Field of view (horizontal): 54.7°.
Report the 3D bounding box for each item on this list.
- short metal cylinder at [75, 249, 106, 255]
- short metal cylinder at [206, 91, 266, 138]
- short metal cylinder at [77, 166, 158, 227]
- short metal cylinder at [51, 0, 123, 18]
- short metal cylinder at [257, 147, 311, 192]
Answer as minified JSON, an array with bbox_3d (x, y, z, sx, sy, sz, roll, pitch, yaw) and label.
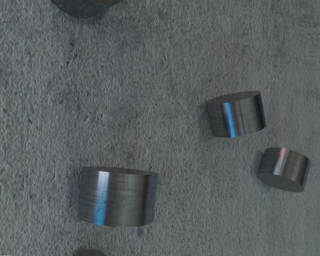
[{"bbox_3d":[-0.071,0.172,0.310,0.080,0.080,0.050,-49,120,-29],"label":"short metal cylinder"},{"bbox_3d":[0.113,-0.022,0.464,0.081,0.080,0.050,-22,104,-38],"label":"short metal cylinder"},{"bbox_3d":[-0.044,0.070,0.332,0.081,0.080,0.050,9,84,-40],"label":"short metal cylinder"},{"bbox_3d":[-0.076,-0.162,0.324,0.081,0.050,0.080,0,90,-40],"label":"short metal cylinder"},{"bbox_3d":[0.221,0.075,0.554,0.080,0.080,0.050,37,67,-34],"label":"short metal cylinder"}]
